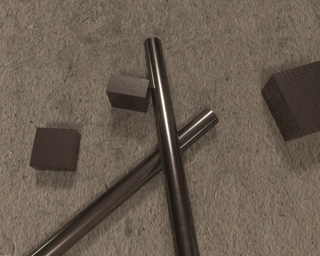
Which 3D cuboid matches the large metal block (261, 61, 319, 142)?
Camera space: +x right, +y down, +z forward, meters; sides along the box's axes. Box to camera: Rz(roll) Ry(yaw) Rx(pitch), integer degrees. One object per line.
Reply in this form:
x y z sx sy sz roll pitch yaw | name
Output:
0.195 -0.036 0.411 0.081 0.050 0.080 -17 71 -6 | large metal block

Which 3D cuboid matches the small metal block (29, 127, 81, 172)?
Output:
-0.133 0.028 0.396 0.050 0.025 0.050 3 70 0 | small metal block

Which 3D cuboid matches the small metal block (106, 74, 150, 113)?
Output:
-0.040 -0.045 0.411 0.050 0.050 0.025 10 71 3 | small metal block

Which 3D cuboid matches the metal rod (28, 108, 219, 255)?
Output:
-0.044 0.076 0.379 0.301 0.025 0.025 -39 75 -13 | metal rod

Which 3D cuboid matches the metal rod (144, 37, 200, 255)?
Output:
0.009 0.005 0.381 0.025 0.025 0.299 -7 61 -3 | metal rod
